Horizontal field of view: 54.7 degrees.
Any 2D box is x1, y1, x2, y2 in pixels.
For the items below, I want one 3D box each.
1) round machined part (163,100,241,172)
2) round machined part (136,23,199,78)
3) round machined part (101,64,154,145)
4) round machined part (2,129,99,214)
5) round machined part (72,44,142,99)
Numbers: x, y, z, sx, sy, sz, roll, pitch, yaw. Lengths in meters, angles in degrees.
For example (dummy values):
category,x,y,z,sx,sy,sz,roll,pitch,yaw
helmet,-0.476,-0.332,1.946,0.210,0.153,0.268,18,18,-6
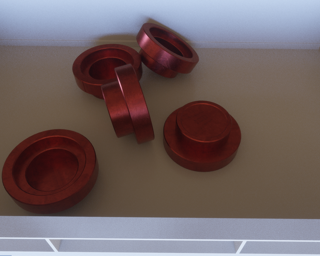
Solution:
category,x,y,z,sx,sy,sz,roll,pitch,yaw
round machined part,0.053,0.003,0.392,0.099,0.042,0.098,0,50,0
round machined part,0.007,-0.113,0.470,0.098,0.042,0.098,26,32,-17
round machined part,-0.042,-0.026,0.380,0.042,0.098,0.098,-18,52,-6
round machined part,-0.119,0.052,0.349,0.099,0.042,0.098,0,50,0
round machined part,-0.075,-0.079,0.457,0.099,0.042,0.098,-2,48,2
